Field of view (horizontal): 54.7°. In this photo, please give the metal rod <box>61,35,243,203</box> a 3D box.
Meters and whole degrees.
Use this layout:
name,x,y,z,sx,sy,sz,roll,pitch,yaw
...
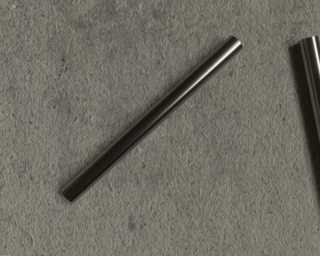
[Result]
name,x,y,z,sx,sy,sz,roll,pitch,yaw
metal rod,-0.010,-0.012,0.409,0.300,0.025,0.025,-42,91,-1

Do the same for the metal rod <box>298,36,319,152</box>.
name,x,y,z,sx,sy,sz,roll,pitch,yaw
metal rod,0.227,0.028,0.413,0.025,0.025,0.298,-11,90,0
